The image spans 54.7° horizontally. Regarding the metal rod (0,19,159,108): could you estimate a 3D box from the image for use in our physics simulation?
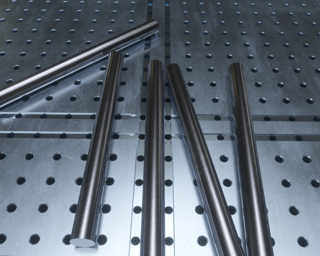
[{"bbox_3d":[-0.124,-0.111,0.498,0.302,0.025,0.025,-33,58,-25],"label":"metal rod"}]

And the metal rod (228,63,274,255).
[{"bbox_3d":[0.109,0.021,0.390,0.025,0.025,0.300,3,50,2],"label":"metal rod"}]

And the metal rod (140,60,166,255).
[{"bbox_3d":[-0.007,0.017,0.393,0.025,0.025,0.300,0,50,0],"label":"metal rod"}]

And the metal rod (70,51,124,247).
[{"bbox_3d":[-0.074,0.000,0.406,0.025,0.025,0.300,1,50,1],"label":"metal rod"}]

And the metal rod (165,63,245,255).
[{"bbox_3d":[0.046,0.022,0.389,0.025,0.025,0.300,-8,50,-7],"label":"metal rod"}]
